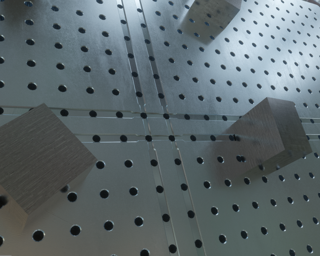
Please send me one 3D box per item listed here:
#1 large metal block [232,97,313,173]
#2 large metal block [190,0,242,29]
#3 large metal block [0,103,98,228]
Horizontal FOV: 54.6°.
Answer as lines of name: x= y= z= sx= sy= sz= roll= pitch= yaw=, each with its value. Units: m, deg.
large metal block: x=0.158 y=0.013 z=0.449 sx=0.050 sy=0.080 sz=0.080 roll=6 pitch=59 yaw=-25
large metal block: x=0.112 y=-0.254 z=0.607 sx=0.080 sy=0.050 sz=0.080 roll=26 pitch=53 yaw=-12
large metal block: x=-0.124 y=0.035 z=0.304 sx=0.080 sy=0.050 sz=0.080 roll=46 pitch=51 yaw=4
